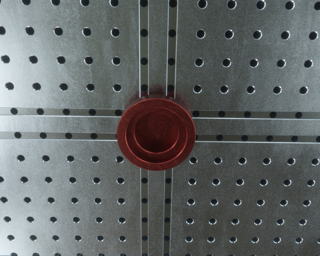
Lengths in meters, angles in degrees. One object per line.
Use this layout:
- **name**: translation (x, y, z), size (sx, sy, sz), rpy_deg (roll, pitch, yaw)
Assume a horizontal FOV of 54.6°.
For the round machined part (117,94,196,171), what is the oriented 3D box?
- **round machined part**: translation (-0.005, 0.003, 0.405), size (0.099, 0.042, 0.097), rpy_deg (0, 110, 0)
